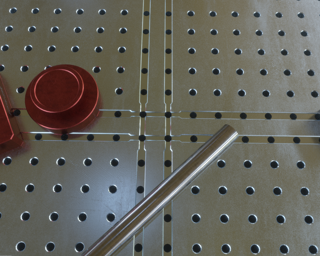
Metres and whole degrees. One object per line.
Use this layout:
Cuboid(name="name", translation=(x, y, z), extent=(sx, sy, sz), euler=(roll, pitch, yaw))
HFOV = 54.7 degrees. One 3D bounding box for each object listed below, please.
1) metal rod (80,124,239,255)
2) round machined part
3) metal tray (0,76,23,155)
Cuboid(name="metal rod", translation=(-0.017, 0.099, 0.375), extent=(0.301, 0.025, 0.025), euler=(-40, 75, -14))
Cuboid(name="round machined part", translation=(-0.133, -0.044, 0.417), extent=(0.099, 0.042, 0.098), euler=(0, 70, -1))
Cuboid(name="metal tray", translation=(-0.251, -0.019, 0.413), extent=(0.091, 0.030, 0.130), euler=(-24, 72, -9))
